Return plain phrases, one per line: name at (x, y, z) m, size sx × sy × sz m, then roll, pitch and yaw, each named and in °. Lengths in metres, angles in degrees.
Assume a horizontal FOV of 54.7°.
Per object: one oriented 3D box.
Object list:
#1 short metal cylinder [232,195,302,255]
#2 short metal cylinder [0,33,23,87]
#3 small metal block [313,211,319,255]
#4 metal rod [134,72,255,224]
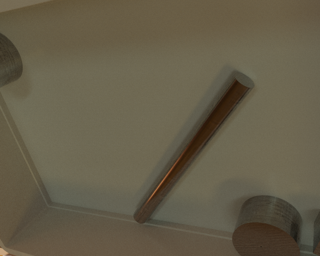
short metal cylinder at (0.140, 0.135, 0.402) m, size 0.080 × 0.050 × 0.079 m, roll 13°, pitch 124°, yaw 20°
short metal cylinder at (-0.257, -0.099, 0.464) m, size 0.080 × 0.050 × 0.079 m, roll 13°, pitch 124°, yaw 20°
small metal block at (0.210, 0.129, 0.362) m, size 0.050 × 0.050 × 0.025 m, roll 16°, pitch 125°, yaw 18°
metal rod at (0.029, 0.048, 0.422) m, size 0.025 × 0.025 × 0.298 m, roll 35°, pitch 129°, yaw 4°
